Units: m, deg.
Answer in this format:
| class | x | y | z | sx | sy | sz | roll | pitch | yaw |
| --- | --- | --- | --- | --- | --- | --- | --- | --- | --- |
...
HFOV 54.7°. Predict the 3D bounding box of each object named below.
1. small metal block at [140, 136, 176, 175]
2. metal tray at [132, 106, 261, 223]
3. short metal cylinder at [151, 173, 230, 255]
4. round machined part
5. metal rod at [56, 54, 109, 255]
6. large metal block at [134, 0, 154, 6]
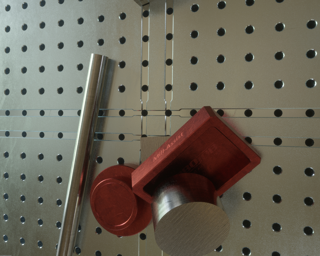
| class | x | y | z | sx | sy | sz | roll | pitch | yaw |
| --- | --- | --- | --- | --- | --- | --- | --- | --- | --- |
| small metal block | 0.003 | 0.036 | 0.411 | 0.050 | 0.025 | 0.050 | -3 | 89 | 19 |
| metal tray | 0.041 | 0.048 | 0.369 | 0.090 | 0.030 | 0.130 | 40 | 105 | -23 |
| short metal cylinder | 0.032 | 0.098 | 0.348 | 0.081 | 0.050 | 0.079 | -3 | 117 | -6 |
| round machined part | -0.054 | 0.099 | 0.421 | 0.098 | 0.042 | 0.097 | 0 | 90 | 19 |
| metal rod | -0.114 | 0.043 | 0.451 | 0.025 | 0.025 | 0.298 | 12 | 94 | 19 |
| large metal block | -0.010 | -0.220 | 0.402 | 0.080 | 0.050 | 0.080 | -15 | 85 | 19 |
